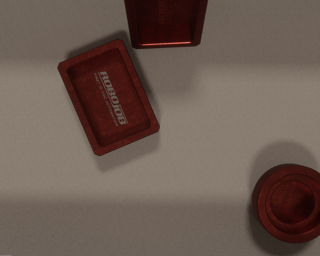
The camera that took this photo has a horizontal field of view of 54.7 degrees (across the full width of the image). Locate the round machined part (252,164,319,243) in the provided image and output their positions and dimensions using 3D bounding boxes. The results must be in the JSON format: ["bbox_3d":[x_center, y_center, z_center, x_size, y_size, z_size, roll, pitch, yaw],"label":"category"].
[{"bbox_3d":[0.169,0.095,0.405,0.099,0.042,0.097,0,90,-1],"label":"round machined part"}]

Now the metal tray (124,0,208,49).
[{"bbox_3d":[0.007,-0.143,0.358,0.091,0.130,0.030,-3,70,0],"label":"metal tray"}]

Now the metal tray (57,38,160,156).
[{"bbox_3d":[-0.065,-0.039,0.407,0.090,0.030,0.129,-23,90,-1],"label":"metal tray"}]
